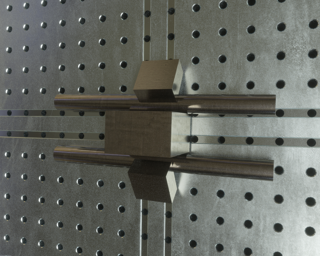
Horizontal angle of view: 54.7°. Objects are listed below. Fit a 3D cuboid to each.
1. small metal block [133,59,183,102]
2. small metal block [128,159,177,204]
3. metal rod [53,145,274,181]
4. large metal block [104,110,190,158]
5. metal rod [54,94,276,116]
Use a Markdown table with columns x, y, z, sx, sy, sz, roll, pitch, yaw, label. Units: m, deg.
| x | y | z | sx | sy | sz | roll | pitch | yaw | label |
| --- | --- | --- | --- | --- | --- | --- | --- | --- | --- |
| -0.001 | -0.060 | 0.397 | 0.050 | 0.025 | 0.050 | 1 | 56 | 19 | small metal block |
| -0.009 | 0.068 | 0.399 | 0.050 | 0.025 | 0.050 | 3 | 129 | 19 | small metal block |
| -0.009 | 0.044 | 0.412 | 0.301 | 0.025 | 0.025 | 2 | 91 | 19 | metal rod |
| -0.012 | 0.006 | 0.383 | 0.080 | 0.080 | 0.050 | 2 | 91 | 20 | large metal block |
| -0.007 | -0.032 | 0.410 | 0.301 | 0.025 | 0.025 | 2 | 91 | 19 | metal rod |
